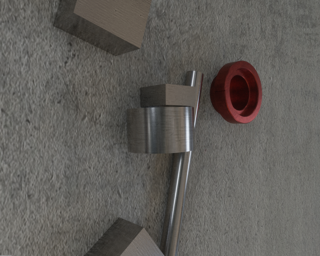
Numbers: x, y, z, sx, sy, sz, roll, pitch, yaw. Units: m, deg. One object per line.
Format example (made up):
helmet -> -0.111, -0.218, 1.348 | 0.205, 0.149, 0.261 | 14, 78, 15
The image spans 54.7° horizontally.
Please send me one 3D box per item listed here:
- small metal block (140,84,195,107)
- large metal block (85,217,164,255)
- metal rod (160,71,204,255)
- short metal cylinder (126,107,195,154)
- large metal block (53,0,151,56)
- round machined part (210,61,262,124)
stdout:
small metal block -> 0.010, -0.040, 0.399 | 0.050, 0.050, 0.025 | -1, 91, -40
large metal block -> -0.040, 0.166, 0.357 | 0.080, 0.050, 0.080 | -45, 117, -31
metal rod -> 0.028, 0.067, 0.430 | 0.025, 0.025, 0.298 | 15, 80, -39
short metal cylinder -> 0.001, 0.001, 0.372 | 0.081, 0.080, 0.050 | -3, 92, -40
large metal block -> -0.059, -0.136, 0.340 | 0.080, 0.050, 0.080 | 20, 78, -39
round machined part -> 0.118, -0.056, 0.495 | 0.099, 0.042, 0.097 | 0, 90, -40
